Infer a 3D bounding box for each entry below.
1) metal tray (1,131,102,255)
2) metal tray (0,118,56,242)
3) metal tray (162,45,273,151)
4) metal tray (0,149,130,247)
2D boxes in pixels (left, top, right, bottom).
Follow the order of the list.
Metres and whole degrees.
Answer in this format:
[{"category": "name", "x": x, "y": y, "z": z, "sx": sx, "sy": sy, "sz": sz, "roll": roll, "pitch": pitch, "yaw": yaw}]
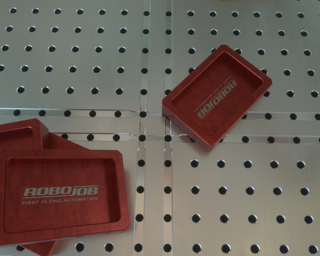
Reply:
[{"category": "metal tray", "x": -0.139, "y": 0.076, "z": 0.379, "sx": 0.090, "sy": 0.030, "sz": 0.130, "roll": 23, "pitch": 71, "yaw": 7}, {"category": "metal tray", "x": -0.172, "y": 0.060, "z": 0.352, "sx": 0.091, "sy": 0.030, "sz": 0.129, "roll": -11, "pitch": 71, "yaw": -5}, {"category": "metal tray", "x": 0.077, "y": -0.044, "z": 0.425, "sx": 0.090, "sy": 0.030, "sz": 0.130, "roll": 42, "pitch": 75, "yaw": 13}, {"category": "metal tray", "x": -0.102, "y": 0.069, "z": 0.326, "sx": 0.131, "sy": 0.030, "sz": 0.090, "roll": 3, "pitch": 66, "yaw": -29}]
